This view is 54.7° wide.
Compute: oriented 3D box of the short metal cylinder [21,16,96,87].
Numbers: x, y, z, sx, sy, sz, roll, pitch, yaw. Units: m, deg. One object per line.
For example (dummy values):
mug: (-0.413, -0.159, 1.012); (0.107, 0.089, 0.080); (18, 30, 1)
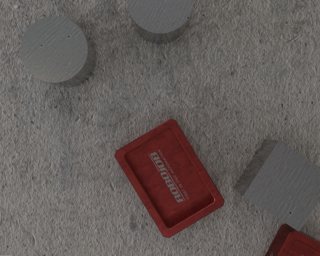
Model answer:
short metal cylinder: (-0.127, -0.094, 0.396); (0.081, 0.050, 0.079); (0, 90, 0)

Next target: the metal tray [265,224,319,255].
metal tray: (0.177, 0.206, 0.408); (0.090, 0.030, 0.130); (28, 90, 0)

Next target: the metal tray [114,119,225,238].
metal tray: (0.012, 0.064, 0.407); (0.090, 0.030, 0.130); (-31, 90, 0)

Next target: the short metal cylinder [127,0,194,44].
short metal cylinder: (0.001, -0.154, 0.397); (0.081, 0.050, 0.079); (0, 90, 0)

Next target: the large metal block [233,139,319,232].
large metal block: (0.156, 0.070, 0.399); (0.080, 0.050, 0.080); (33, 90, 0)
